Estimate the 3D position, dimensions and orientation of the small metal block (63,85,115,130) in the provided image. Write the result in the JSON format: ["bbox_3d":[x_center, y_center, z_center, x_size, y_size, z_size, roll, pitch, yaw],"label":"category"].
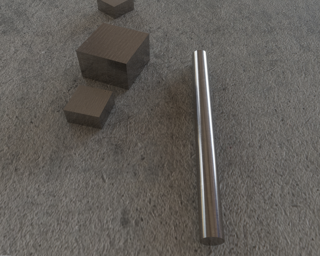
[{"bbox_3d":[-0.096,-0.029,0.427,0.050,0.025,0.050,12,51,9],"label":"small metal block"}]

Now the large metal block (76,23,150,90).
[{"bbox_3d":[-0.069,-0.113,0.481,0.080,0.050,0.080,17,52,13],"label":"large metal block"}]

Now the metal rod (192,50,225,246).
[{"bbox_3d":[0.058,-0.002,0.405,0.025,0.025,0.300,2,50,1],"label":"metal rod"}]

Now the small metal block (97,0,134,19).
[{"bbox_3d":[-0.087,-0.244,0.607,0.050,0.025,0.050,35,58,25],"label":"small metal block"}]
